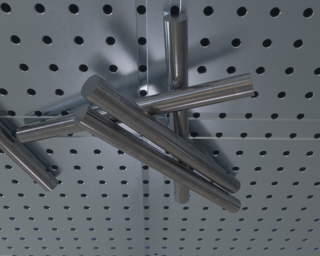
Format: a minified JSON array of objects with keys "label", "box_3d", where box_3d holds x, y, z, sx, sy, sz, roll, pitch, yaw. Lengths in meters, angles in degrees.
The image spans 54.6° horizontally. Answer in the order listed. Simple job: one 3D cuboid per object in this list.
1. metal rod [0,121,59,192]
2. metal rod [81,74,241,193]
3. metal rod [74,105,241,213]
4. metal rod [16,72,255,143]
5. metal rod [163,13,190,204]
[{"label":"metal rod","box_3d":[-0.229,-0.015,0.396,0.025,0.025,0.299,-18,128,15]},{"label":"metal rod","box_3d":[0.025,0.026,0.391,0.025,0.025,0.301,-31,137,24]},{"label":"metal rod","box_3d":[0.017,0.056,0.421,0.025,0.025,0.301,-36,128,27]},{"label":"metal rod","box_3d":[-0.043,-0.019,0.371,0.301,0.025,0.025,-11,130,18]},{"label":"metal rod","box_3d":[0.026,0.001,0.412,0.025,0.025,0.298,-3,130,2]}]
